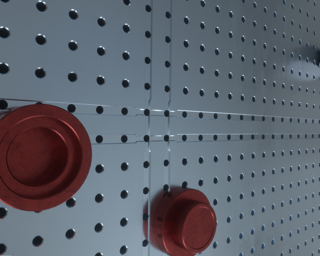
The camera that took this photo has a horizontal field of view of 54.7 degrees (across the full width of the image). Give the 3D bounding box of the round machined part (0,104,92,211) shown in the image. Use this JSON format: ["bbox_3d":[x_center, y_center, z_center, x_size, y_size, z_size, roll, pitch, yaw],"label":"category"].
[{"bbox_3d":[-0.120,0.026,0.298,0.099,0.042,0.097,0,90,-40],"label":"round machined part"}]

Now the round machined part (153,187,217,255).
[{"bbox_3d":[0.042,0.134,0.433,0.099,0.042,0.097,0,90,-40],"label":"round machined part"}]
